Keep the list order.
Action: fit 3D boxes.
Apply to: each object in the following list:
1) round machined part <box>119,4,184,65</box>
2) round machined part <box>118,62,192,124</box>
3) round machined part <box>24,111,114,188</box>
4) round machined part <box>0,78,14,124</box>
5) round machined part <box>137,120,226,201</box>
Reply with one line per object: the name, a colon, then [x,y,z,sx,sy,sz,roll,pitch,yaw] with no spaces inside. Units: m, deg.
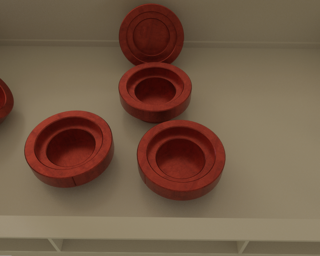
round machined part: [-0.014,-0.144,0.486,0.099,0.097,0.042,-3,24,-3]
round machined part: [-0.006,-0.045,0.431,0.099,0.042,0.098,0,50,0]
round machined part: [-0.104,0.029,0.369,0.099,0.042,0.098,0,50,0]
round machined part: [-0.248,-0.036,0.401,0.098,0.042,0.098,35,30,-24]
round machined part: [0.023,0.040,0.360,0.099,0.042,0.098,0,50,0]
